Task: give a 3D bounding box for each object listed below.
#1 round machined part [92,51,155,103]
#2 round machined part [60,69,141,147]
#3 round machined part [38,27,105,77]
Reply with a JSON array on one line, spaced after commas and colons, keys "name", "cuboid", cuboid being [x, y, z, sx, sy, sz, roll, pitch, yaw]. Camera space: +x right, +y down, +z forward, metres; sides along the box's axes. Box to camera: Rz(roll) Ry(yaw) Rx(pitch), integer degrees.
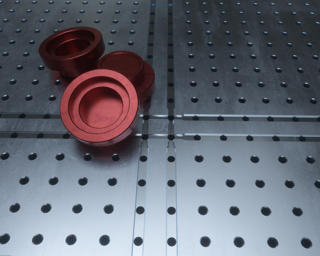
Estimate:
[{"name": "round machined part", "cuboid": [-0.057, -0.078, 0.463, 0.099, 0.042, 0.098, 0, 50, 0]}, {"name": "round machined part", "cuboid": [-0.074, -0.023, 0.401, 0.098, 0.042, 0.098, -1, 73, 4]}, {"name": "round machined part", "cuboid": [-0.134, -0.117, 0.488, 0.098, 0.042, 0.098, -5, 45, 5]}]
